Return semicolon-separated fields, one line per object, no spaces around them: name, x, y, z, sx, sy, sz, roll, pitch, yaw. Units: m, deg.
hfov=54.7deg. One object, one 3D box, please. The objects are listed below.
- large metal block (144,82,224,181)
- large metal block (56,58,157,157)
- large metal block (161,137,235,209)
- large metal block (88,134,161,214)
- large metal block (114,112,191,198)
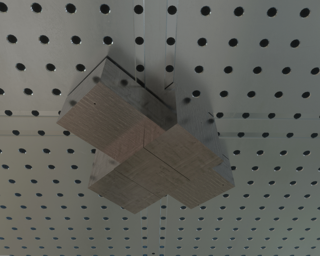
large metal block;0.028;0.004;0.380;0.050;0.080;0.080;-37;122;26
large metal block;-0.061;-0.022;0.372;0.080;0.050;0.080;-37;122;28
large metal block;0.049;0.064;0.451;0.080;0.050;0.080;-36;122;27
large metal block;-0.045;0.058;0.425;0.050;0.080;0.080;-37;122;26
large metal block;-0.009;0.031;0.402;0.050;0.080;0.080;-37;122;26
